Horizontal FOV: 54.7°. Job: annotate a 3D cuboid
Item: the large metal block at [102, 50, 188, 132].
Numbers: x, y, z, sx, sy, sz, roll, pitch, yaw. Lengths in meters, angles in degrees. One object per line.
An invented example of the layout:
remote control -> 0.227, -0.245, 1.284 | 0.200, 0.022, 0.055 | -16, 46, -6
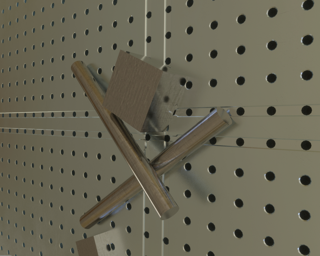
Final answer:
large metal block -> -0.022, -0.048, 0.409 | 0.080, 0.050, 0.079 | 33, 111, 34

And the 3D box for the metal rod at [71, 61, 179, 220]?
metal rod -> -0.063, -0.002, 0.437 | 0.025, 0.025, 0.300 | -55, 52, 25

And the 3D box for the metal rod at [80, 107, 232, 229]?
metal rod -> -0.024, 0.069, 0.426 | 0.299, 0.025, 0.025 | -41, 65, 32

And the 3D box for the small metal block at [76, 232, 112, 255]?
small metal block -> -0.104, 0.198, 0.492 | 0.050, 0.025, 0.050 | -29, 72, 36
